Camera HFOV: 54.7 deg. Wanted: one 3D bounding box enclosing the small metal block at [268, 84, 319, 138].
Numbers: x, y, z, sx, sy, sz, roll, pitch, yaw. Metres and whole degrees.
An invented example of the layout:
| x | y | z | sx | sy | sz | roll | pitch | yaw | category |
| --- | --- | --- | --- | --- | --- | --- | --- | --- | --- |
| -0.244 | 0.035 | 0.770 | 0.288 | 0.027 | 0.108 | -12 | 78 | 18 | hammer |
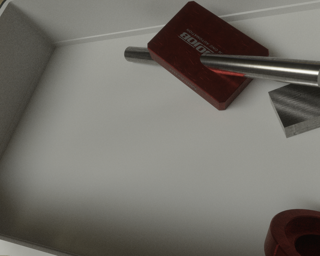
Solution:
| x | y | z | sx | sy | sz | roll | pitch | yaw | category |
| --- | --- | --- | --- | --- | --- | --- | --- | --- | --- |
| 0.154 | -0.023 | 0.339 | 0.050 | 0.025 | 0.050 | -21 | 54 | 15 | small metal block |

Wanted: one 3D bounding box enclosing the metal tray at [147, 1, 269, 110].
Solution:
| x | y | z | sx | sy | sz | roll | pitch | yaw | category |
| --- | --- | --- | --- | --- | --- | --- | --- | --- | --- |
| 0.060 | -0.096 | 0.402 | 0.130 | 0.030 | 0.090 | 41 | 84 | 19 | metal tray |

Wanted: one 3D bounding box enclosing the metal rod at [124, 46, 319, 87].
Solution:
| x | y | z | sx | sy | sz | roll | pitch | yaw | category |
| --- | --- | --- | --- | --- | --- | --- | --- | --- | --- |
| 0.054 | -0.086 | 0.399 | 0.300 | 0.025 | 0.025 | 19 | 71 | 44 | metal rod |

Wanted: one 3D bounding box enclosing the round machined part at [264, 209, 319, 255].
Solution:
| x | y | z | sx | sy | sz | roll | pitch | yaw | category |
| --- | --- | --- | --- | --- | --- | --- | --- | --- | --- |
| 0.130 | 0.108 | 0.237 | 0.098 | 0.099 | 0.042 | 23 | 113 | 36 | round machined part |
